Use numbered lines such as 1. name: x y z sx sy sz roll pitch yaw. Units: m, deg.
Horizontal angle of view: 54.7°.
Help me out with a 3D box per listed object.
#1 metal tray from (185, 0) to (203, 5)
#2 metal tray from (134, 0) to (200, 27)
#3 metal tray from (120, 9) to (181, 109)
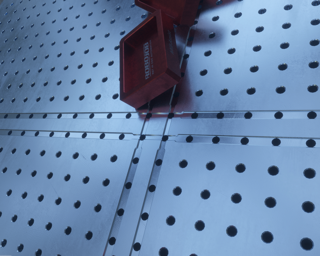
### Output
1. metal tray: 0.081 -0.279 0.532 0.090 0.030 0.130 -13 56 20
2. metal tray: 0.012 -0.228 0.501 0.030 0.089 0.130 -12 39 -37
3. metal tray: -0.019 -0.103 0.460 0.090 0.030 0.130 -29 50 32
